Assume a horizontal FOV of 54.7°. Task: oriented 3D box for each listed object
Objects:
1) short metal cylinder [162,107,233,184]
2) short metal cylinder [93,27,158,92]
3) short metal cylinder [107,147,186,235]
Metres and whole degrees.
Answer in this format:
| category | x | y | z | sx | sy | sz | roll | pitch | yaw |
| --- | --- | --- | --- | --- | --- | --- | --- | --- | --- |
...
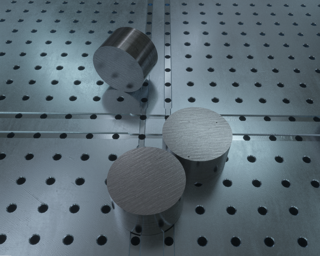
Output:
| category | x | y | z | sx | sy | sz | roll | pitch | yaw |
| --- | --- | --- | --- | --- | --- | --- | --- | --- | --- |
| short metal cylinder | 0.043 | 0.021 | 0.375 | 0.081 | 0.050 | 0.080 | 0 | 50 | 0 |
| short metal cylinder | -0.050 | -0.100 | 0.455 | 0.080 | 0.080 | 0.050 | 18 | 52 | 14 |
| short metal cylinder | -0.014 | 0.067 | 0.335 | 0.081 | 0.050 | 0.080 | 0 | 50 | 0 |
